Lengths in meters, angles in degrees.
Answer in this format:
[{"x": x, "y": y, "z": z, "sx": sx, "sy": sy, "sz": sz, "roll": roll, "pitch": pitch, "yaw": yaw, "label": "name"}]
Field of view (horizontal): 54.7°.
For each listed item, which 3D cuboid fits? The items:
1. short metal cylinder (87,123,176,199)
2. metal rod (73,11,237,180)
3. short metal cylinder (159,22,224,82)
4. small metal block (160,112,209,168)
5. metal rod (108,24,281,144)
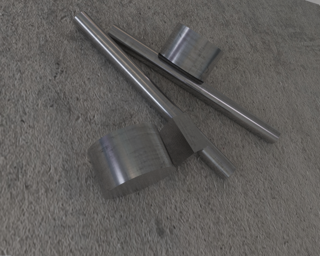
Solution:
[{"x": -0.030, "y": 0.036, "z": 0.330, "sx": 0.081, "sy": 0.080, "sz": 0.050, "roll": -12, "pitch": 68, "yaw": -33, "label": "short metal cylinder"}, {"x": -0.010, "y": -0.047, "z": 0.426, "sx": 0.300, "sy": 0.025, "sz": 0.025, "roll": 46, "pitch": 51, "yaw": 4, "label": "metal rod"}, {"x": 0.046, "y": -0.111, "z": 0.456, "sx": 0.080, "sy": 0.050, "sz": 0.080, "roll": 31, "pitch": 14, "yaw": -9, "label": "short metal cylinder"}, {"x": 0.026, "y": 0.016, "z": 0.392, "sx": 0.025, "sy": 0.050, "sz": 0.050, "roll": -22, "pitch": 74, "yaw": -36, "label": "small metal block"}, {"x": 0.055, "y": -0.063, "z": 0.471, "sx": 0.301, "sy": 0.025, "sz": 0.025, "roll": 31, "pitch": 52, "yaw": -8, "label": "metal rod"}]
